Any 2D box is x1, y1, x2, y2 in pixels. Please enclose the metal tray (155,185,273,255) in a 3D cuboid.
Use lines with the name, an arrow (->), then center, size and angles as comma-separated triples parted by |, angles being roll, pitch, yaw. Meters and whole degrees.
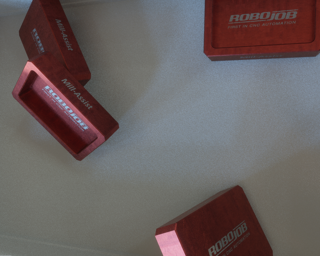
metal tray -> 0.063, 0.124, 0.330 | 0.030, 0.131, 0.090 | -33, 77, 41

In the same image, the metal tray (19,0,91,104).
metal tray -> -0.152, -0.106, 0.438 | 0.090, 0.030, 0.129 | -32, 79, 46

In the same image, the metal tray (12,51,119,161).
metal tray -> -0.126, -0.024, 0.406 | 0.130, 0.030, 0.090 | 47, 137, -8

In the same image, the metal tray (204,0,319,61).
metal tray -> 0.120, -0.129, 0.365 | 0.130, 0.030, 0.089 | 2, 91, 19
